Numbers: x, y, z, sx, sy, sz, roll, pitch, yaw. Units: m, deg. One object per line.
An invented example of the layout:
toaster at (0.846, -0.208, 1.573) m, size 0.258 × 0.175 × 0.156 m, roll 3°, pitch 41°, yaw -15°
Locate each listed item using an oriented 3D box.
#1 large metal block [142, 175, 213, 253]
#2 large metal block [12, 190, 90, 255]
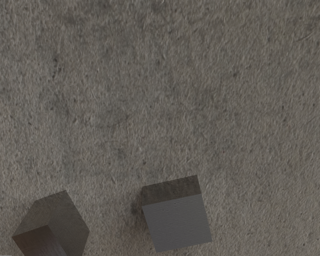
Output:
large metal block at (0.024, 0.122, 0.442) m, size 0.080 × 0.050 × 0.080 m, roll -13°, pitch 110°, yaw 4°
large metal block at (-0.147, 0.148, 0.433) m, size 0.050 × 0.080 × 0.080 m, roll -21°, pitch 109°, yaw 7°
